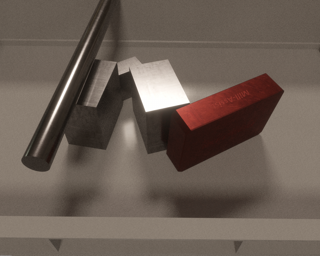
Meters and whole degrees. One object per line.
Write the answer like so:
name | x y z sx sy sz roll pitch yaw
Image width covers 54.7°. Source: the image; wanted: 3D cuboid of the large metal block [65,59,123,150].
large metal block | -0.086 -0.031 0.394 0.050 0.080 0.080 9 51 7

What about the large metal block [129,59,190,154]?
large metal block | -0.003 -0.027 0.392 0.050 0.080 0.080 -13 51 -11

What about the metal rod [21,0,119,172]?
metal rod | -0.091 -0.082 0.368 0.025 0.025 0.300 6 50 4

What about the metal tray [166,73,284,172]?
metal tray | 0.074 -0.005 0.366 0.131 0.090 0.030 -23 59 -19

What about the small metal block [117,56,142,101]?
small metal block | -0.051 -0.068 0.446 0.050 0.050 0.025 -25 55 -20
